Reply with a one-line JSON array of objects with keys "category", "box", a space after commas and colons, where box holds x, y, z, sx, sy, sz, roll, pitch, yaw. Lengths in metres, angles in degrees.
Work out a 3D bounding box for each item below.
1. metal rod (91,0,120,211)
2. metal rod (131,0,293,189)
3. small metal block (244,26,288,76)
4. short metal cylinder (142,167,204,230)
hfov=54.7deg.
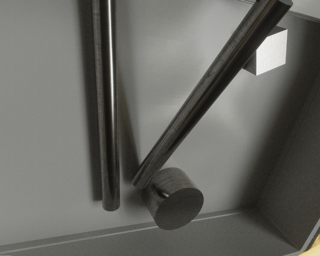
[{"category": "metal rod", "box": [-0.061, -0.019, 0.364, 0.025, 0.025, 0.298, -11, 123, -23]}, {"category": "metal rod", "box": [0.031, -0.013, 0.341, 0.025, 0.025, 0.298, 1, 143, -30]}, {"category": "small metal block", "box": [0.144, -0.106, 0.424, 0.050, 0.025, 0.050, -23, 127, -15]}, {"category": "short metal cylinder", "box": [0.019, 0.107, 0.471, 0.081, 0.050, 0.079, -14, 125, -21]}]
